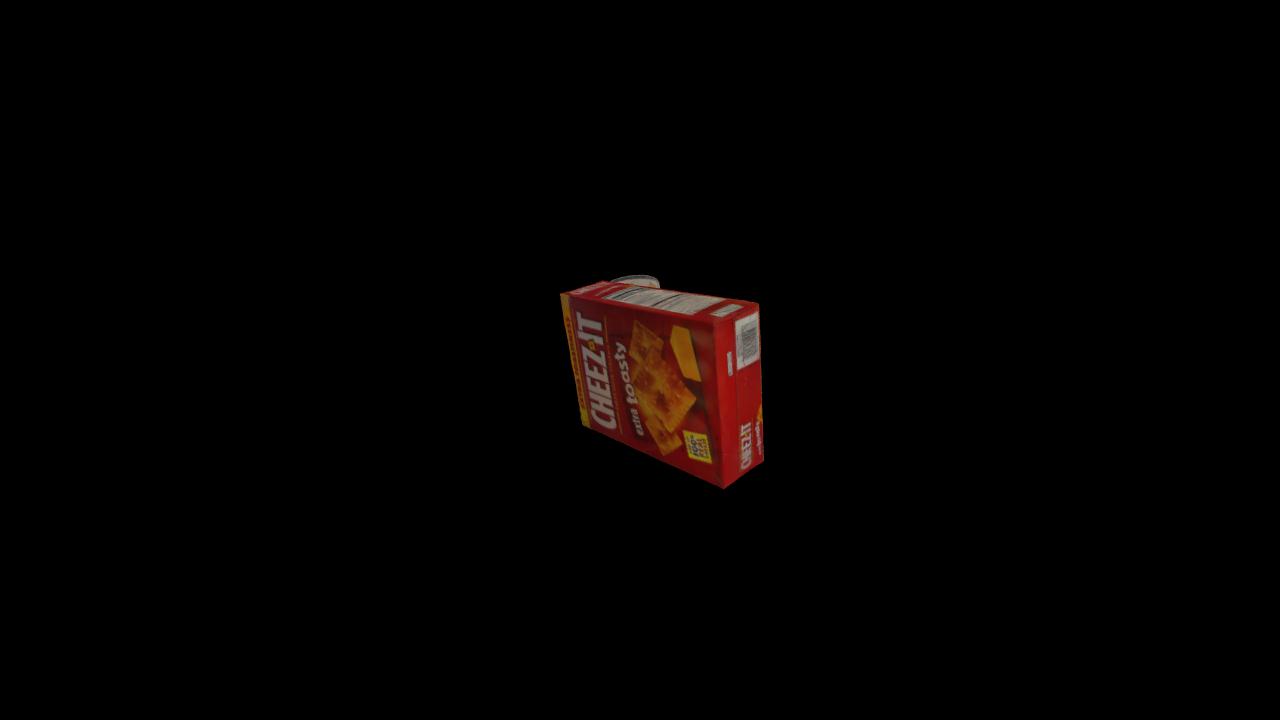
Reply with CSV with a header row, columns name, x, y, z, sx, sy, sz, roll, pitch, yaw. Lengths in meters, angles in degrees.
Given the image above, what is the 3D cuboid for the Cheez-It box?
name,x,y,z,sx,sy,sz,roll,pitch,yaw
Cheez-It box,0.018,0.013,0.631,0.071,0.166,0.223,-23,27,-38

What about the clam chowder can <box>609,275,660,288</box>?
name,x,y,z,sx,sy,sz,roll,pitch,yaw
clam chowder can,-0.004,-0.038,0.701,0.068,0.102,0.068,-6,-11,-1
